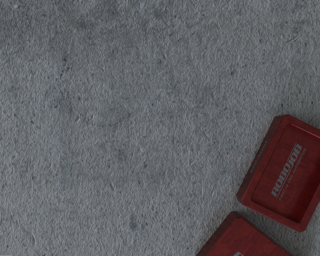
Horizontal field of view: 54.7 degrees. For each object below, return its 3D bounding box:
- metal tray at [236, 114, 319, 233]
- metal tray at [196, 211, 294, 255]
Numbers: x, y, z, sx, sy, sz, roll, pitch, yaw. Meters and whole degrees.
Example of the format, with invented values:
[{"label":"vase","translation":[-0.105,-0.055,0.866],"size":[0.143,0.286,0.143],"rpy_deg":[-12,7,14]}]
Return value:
[{"label":"metal tray","translation":[0.171,0.058,0.408],"size":[0.090,0.030,0.130],"rpy_deg":[26,90,0]},{"label":"metal tray","translation":[0.123,0.185,0.409],"size":[0.130,0.030,0.090],"rpy_deg":[38,90,0]}]
